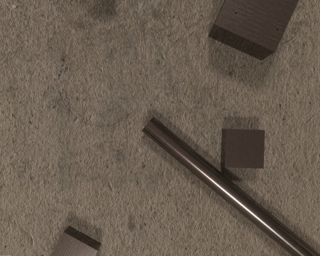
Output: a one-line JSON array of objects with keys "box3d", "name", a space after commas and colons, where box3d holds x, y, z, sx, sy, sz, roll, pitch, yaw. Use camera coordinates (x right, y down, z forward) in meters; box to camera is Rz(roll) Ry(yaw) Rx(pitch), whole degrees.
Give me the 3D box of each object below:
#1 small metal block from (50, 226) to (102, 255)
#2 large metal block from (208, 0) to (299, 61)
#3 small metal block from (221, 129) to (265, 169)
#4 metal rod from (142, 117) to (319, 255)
[{"box3d": [-0.114, 0.167, 0.409, 0.050, 0.025, 0.050, 30, 90, -1], "name": "small metal block"}, {"box3d": [0.119, -0.145, 0.399, 0.080, 0.050, 0.080, 25, 90, -1], "name": "large metal block"}, {"box3d": [0.109, 0.027, 0.412, 0.050, 0.025, 0.050, 2, 90, -1], "name": "small metal block"}, {"box3d": [0.099, 0.090, 0.411, 0.300, 0.025, 0.025, 40, 90, -1], "name": "metal rod"}]
